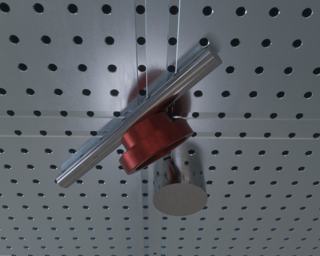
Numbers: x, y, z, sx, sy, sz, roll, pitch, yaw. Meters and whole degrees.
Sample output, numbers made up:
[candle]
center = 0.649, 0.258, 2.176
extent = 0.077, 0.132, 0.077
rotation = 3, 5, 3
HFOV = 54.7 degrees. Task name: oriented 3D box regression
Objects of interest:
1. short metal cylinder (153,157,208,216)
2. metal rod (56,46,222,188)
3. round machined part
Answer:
[short metal cylinder]
center = 0.030, 0.090, 0.473
extent = 0.081, 0.050, 0.079
rotation = 0, 130, 0
[metal rod]
center = -0.044, 0.000, 0.411
extent = 0.025, 0.025, 0.299
rotation = 37, 121, -27
[round machined part]
center = -0.010, 0.015, 0.390
extent = 0.098, 0.099, 0.042
rotation = -38, 79, 27
